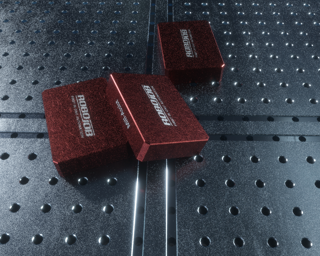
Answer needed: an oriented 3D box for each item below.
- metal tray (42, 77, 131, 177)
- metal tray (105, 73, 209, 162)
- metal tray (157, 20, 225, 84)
[{"bbox_3d":[-0.100,-0.008,0.411,0.091,0.030,0.130,-15,52,-13],"label":"metal tray"},{"bbox_3d":[-0.007,-0.019,0.400,0.091,0.030,0.130,-3,46,-32],"label":"metal tray"},{"bbox_3d":[0.046,-0.129,0.513,0.091,0.030,0.130,-4,50,-4],"label":"metal tray"}]
